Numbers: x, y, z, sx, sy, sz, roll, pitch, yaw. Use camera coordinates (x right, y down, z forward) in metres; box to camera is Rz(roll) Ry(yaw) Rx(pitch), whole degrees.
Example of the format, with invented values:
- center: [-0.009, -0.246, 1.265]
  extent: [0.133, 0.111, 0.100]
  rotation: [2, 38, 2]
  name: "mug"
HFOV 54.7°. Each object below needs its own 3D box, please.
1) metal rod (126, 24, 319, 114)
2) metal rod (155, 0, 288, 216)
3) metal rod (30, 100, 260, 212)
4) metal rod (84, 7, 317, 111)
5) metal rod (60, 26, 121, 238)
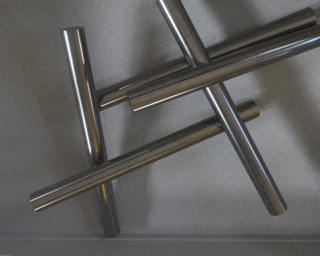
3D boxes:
- center: [0.109, -0.078, 0.342]
  extent: [0.302, 0.025, 0.025]
  rotation: [-21, 110, -9]
  name: "metal rod"
- center: [0.080, -0.019, 0.371]
  extent: [0.025, 0.025, 0.299]
  rotation: [-28, 103, 10]
  name: "metal rod"
- center: [-0.015, 0.033, 0.393]
  extent: [0.302, 0.025, 0.025]
  rotation: [-23, 109, -4]
  name: "metal rod"
- center: [0.038, -0.078, 0.382]
  extent: [0.301, 0.025, 0.025]
  rotation: [-21, 109, 7]
  name: "metal rod"
- center: [-0.083, 0.025, 0.399]
  extent: [0.025, 0.025, 0.298]
  rotation: [-4, 118, 1]
  name: "metal rod"
